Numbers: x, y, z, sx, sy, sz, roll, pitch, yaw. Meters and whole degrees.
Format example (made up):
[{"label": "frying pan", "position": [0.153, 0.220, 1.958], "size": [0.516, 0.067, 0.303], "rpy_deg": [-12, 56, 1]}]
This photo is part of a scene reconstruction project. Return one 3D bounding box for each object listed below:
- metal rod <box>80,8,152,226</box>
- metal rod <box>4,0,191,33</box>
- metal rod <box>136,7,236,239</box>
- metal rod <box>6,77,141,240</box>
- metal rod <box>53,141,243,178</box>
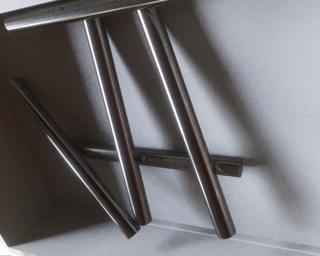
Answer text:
[{"label": "metal rod", "position": [-0.053, -0.002, 0.411], "size": [0.025, 0.025, 0.298], "rpy_deg": [-2, 110, 29]}, {"label": "metal rod", "position": [-0.051, -0.131, 0.323], "size": [0.300, 0.025, 0.025], "rpy_deg": [0, 119, 26]}, {"label": "metal rod", "position": [0.034, -0.001, 0.366], "size": [0.025, 0.025, 0.298], "rpy_deg": [-12, 105, 33]}, {"label": "metal rod", "position": [-0.134, 0.042, 0.472], "size": [0.300, 0.025, 0.025], "rpy_deg": [50, 129, 6]}, {"label": "metal rod", "position": [-0.034, 0.041, 0.451], "size": [0.301, 0.025, 0.025], "rpy_deg": [4, 120, 26]}]
